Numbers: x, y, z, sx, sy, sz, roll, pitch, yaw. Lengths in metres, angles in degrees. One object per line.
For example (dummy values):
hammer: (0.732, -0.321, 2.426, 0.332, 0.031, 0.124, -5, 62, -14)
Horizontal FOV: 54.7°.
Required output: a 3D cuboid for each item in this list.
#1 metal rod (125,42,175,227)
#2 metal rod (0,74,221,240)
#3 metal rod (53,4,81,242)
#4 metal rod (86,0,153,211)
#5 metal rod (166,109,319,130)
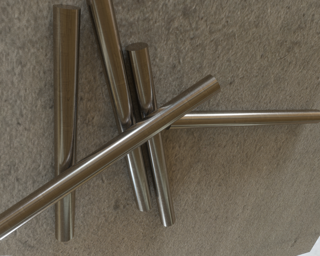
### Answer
metal rod: (-0.006, 0.031, 0.424, 0.025, 0.025, 0.298, -21, 127, -16)
metal rod: (-0.058, 0.029, 0.360, 0.301, 0.025, 0.025, -34, 129, -6)
metal rod: (-0.109, 0.017, 0.358, 0.025, 0.025, 0.298, -5, 121, -26)
metal rod: (-0.041, -0.005, 0.382, 0.025, 0.025, 0.298, -21, 127, -17)
metal rod: (0.143, -0.015, 0.477, 0.303, 0.025, 0.025, -2, 120, -28)
